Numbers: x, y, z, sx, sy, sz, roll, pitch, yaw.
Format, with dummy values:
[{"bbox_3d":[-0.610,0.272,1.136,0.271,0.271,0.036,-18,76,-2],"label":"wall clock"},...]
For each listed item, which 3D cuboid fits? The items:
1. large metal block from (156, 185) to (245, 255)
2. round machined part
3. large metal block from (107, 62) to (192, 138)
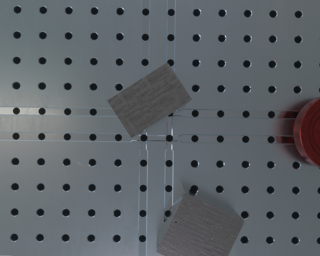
[{"bbox_3d":[0.049,0.132,0.401,0.080,0.050,0.080,26,90,0],"label":"large metal block"},{"bbox_3d":[0.223,0.006,0.406,0.099,0.042,0.097,0,90,0],"label":"round machined part"},{"bbox_3d":[-0.012,-0.032,0.386,0.080,0.080,0.050,-33,90,0],"label":"large metal block"}]
